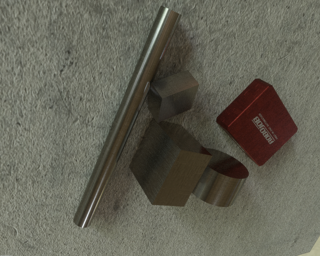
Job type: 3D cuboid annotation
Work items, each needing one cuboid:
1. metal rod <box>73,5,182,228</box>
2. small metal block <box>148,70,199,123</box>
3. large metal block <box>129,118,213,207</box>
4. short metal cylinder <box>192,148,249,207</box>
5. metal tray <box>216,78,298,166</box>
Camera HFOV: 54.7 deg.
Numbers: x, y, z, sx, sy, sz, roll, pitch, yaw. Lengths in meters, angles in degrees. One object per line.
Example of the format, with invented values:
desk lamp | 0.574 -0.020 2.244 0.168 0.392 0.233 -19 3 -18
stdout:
metal rod | -0.048 0.001 0.382 0.025 0.025 0.298 12 112 -34
small metal block | 0.015 -0.038 0.378 0.050 0.025 0.050 -23 153 -21
large metal block | 0.010 0.044 0.406 0.050 0.080 0.079 14 111 -34
short metal cylinder | 0.085 0.072 0.465 0.081 0.080 0.050 7 115 -32
metal tray | 0.157 -0.005 0.489 0.090 0.030 0.130 -46 130 4
